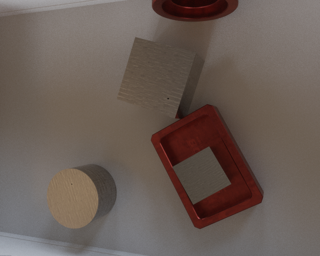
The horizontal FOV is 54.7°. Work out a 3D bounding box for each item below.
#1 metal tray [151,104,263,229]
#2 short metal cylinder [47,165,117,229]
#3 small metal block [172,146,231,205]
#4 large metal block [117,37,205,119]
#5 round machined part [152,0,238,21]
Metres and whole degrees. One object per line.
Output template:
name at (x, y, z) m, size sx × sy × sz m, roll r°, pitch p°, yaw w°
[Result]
metal tray at (0.057, 0.047, 0.387) m, size 0.090 × 0.030 × 0.130 m, roll -30°, pitch 81°, yaw 17°
short metal cylinder at (-0.109, 0.093, 0.434) m, size 0.080 × 0.050 × 0.079 m, roll 0°, pitch 90°, yaw 19°
small metal block at (0.050, 0.056, 0.374) m, size 0.050 × 0.025 × 0.050 m, roll -30°, pitch 80°, yaw 5°
large metal block at (0.002, -0.062, 0.396) m, size 0.080 × 0.050 × 0.080 m, roll 20°, pitch 96°, yaw 18°
round machined part at (0.040, -0.160, 0.357) m, size 0.098 × 0.098 × 0.042 m, roll 1°, pitch 91°, yaw 19°
